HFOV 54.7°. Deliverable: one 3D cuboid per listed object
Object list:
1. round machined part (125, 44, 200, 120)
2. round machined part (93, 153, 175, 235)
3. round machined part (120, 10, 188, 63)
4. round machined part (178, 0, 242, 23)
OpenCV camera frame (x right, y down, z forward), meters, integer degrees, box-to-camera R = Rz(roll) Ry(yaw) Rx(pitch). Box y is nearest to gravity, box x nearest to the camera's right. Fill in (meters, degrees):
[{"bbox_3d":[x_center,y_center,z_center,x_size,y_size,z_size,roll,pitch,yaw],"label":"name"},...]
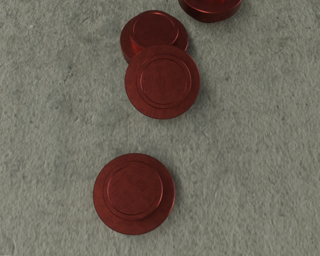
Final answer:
[{"bbox_3d":[0.004,-0.059,0.400,0.099,0.042,0.097,0,97,-3],"label":"round machined part"},{"bbox_3d":[-0.031,0.077,0.371,0.099,0.042,0.098,0,70,-1],"label":"round machined part"},{"bbox_3d":[-0.008,-0.129,0.446,0.099,0.042,0.098,0,70,-1],"label":"round machined part"},{"bbox_3d":[0.076,-0.201,0.474,0.099,0.042,0.098,0,70,-1],"label":"round machined part"}]
